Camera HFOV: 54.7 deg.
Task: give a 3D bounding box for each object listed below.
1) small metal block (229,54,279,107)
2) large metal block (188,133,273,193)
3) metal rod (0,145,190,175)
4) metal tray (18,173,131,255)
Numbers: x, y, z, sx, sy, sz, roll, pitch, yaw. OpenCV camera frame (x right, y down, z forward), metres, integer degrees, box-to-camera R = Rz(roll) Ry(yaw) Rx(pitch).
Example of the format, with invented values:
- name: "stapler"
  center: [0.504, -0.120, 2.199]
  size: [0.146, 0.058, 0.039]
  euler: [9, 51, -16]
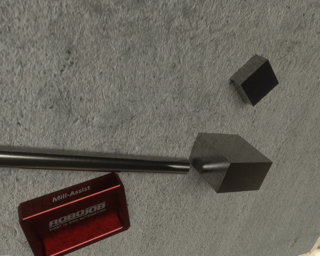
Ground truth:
- name: "small metal block"
  center: [0.135, -0.067, 0.441]
  size: [0.050, 0.025, 0.050]
  euler: [-43, 130, 1]
- name: "large metal block"
  center: [0.102, 0.049, 0.460]
  size: [0.081, 0.080, 0.050]
  euler: [3, 117, -30]
- name: "metal rod"
  center: [-0.090, 0.041, 0.384]
  size: [0.302, 0.025, 0.025]
  euler: [7, 115, -32]
- name: "metal tray"
  center: [-0.110, 0.121, 0.419]
  size: [0.131, 0.030, 0.089]
  euler: [-17, 125, -19]
